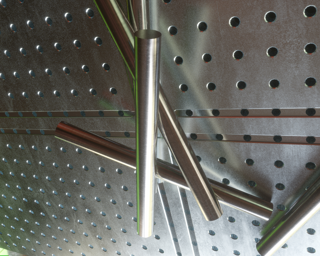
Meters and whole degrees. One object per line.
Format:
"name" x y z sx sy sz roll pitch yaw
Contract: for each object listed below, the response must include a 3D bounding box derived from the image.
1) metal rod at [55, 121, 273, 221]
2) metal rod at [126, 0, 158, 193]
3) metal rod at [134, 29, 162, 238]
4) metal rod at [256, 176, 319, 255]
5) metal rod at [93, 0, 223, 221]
"metal rod" 0.002 0.056 0.415 0.301 0.025 0.025 21 127 4
"metal rod" -0.020 -0.032 0.400 0.025 0.025 0.298 11 123 21
"metal rod" -0.016 0.033 0.371 0.025 0.025 0.298 17 129 18
"metal rod" 0.191 0.062 0.348 0.025 0.025 0.298 29 128 9
"metal rod" 0.002 -0.020 0.357 0.025 0.025 0.299 -18 107 34
